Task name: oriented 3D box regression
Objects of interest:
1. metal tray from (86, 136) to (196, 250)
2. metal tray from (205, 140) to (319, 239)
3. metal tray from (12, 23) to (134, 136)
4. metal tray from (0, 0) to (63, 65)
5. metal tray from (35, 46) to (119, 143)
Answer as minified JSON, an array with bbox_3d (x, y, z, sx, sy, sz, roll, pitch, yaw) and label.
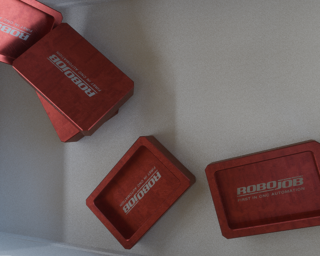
[{"bbox_3d":[-0.028,0.085,0.416,0.090,0.030,0.130,44,103,14],"label":"metal tray"},{"bbox_3d":[0.128,0.072,0.362,0.130,0.030,0.090,-16,85,18],"label":"metal tray"},{"bbox_3d":[-0.110,-0.064,0.404,0.130,0.030,0.090,42,74,5],"label":"metal tray"},{"bbox_3d":[-0.201,-0.132,0.391,0.030,0.131,0.090,29,99,42],"label":"metal tray"},{"bbox_3d":[-0.129,-0.055,0.452,0.090,0.030,0.130,-33,80,16],"label":"metal tray"}]
